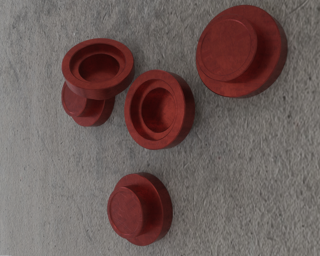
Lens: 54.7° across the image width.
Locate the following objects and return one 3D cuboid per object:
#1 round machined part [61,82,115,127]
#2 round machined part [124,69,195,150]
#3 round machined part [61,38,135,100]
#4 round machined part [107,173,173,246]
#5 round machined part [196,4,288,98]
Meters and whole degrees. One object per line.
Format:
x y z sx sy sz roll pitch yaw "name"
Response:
-0.120 -0.051 0.493 0.098 0.042 0.097 0 90 40 "round machined part"
0.004 -0.022 0.391 0.098 0.042 0.097 0 90 40 "round machined part"
-0.085 -0.079 0.441 0.098 0.099 0.042 53 160 27 "round machined part"
-0.034 0.111 0.422 0.098 0.042 0.097 0 90 40 "round machined part"
0.079 -0.081 0.329 0.098 0.042 0.097 0 90 40 "round machined part"
